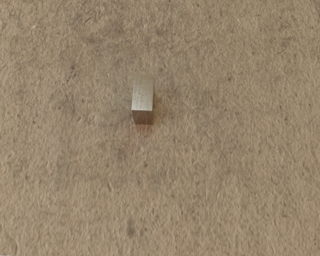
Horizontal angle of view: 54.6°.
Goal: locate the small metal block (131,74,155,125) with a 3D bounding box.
[{"bbox_3d":[-0.021,-0.036,0.408,0.025,0.050,0.050,2,70,1],"label":"small metal block"}]
